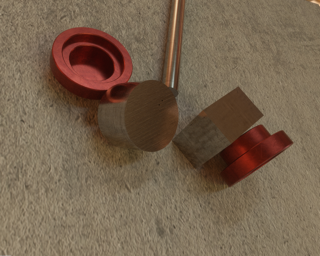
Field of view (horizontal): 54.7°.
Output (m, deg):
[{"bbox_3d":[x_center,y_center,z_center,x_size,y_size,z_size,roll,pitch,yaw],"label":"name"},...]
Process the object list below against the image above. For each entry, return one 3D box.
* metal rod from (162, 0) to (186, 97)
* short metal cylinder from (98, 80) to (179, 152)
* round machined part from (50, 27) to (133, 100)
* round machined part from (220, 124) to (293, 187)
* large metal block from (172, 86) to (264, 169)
[{"bbox_3d":[0.028,-0.174,0.524,0.025,0.025,0.300,19,54,-18],"label":"metal rod"},{"bbox_3d":[-0.024,-0.014,0.360,0.081,0.050,0.079,-3,94,-44],"label":"short metal cylinder"},{"bbox_3d":[-0.088,-0.076,0.392,0.099,0.042,0.098,14,56,-21],"label":"round machined part"},{"bbox_3d":[0.117,0.032,0.401,0.099,0.097,0.042,-21,68,-36],"label":"round machined part"},{"bbox_3d":[0.075,0.000,0.409,0.081,0.080,0.050,-33,80,-38],"label":"large metal block"}]
